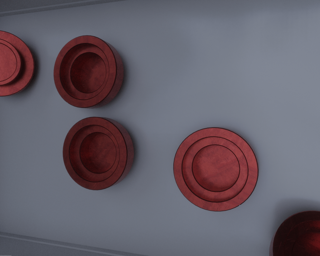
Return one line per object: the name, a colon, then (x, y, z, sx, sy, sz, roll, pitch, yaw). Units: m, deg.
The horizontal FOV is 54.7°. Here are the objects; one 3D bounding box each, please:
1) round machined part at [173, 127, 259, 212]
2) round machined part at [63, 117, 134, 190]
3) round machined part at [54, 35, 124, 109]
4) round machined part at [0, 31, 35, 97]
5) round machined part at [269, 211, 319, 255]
round machined part: (0.069, 0.048, 0.377, 0.098, 0.042, 0.097, 0, 90, 19)
round machined part: (-0.081, 0.034, 0.429, 0.098, 0.042, 0.097, 0, 90, 19)
round machined part: (-0.095, -0.075, 0.434, 0.098, 0.042, 0.097, 0, 90, 19)
round machined part: (-0.239, -0.095, 0.458, 0.099, 0.042, 0.097, -1, 95, -16)
round machined part: (0.166, 0.141, 0.327, 0.099, 0.042, 0.098, -3, 56, 4)
